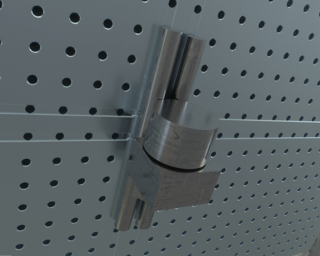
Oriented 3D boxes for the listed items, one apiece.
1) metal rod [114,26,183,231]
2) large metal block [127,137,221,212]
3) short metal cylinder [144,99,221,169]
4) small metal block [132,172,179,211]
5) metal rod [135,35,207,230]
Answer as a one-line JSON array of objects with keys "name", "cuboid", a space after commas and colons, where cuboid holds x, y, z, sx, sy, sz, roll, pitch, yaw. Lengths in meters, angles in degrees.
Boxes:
[{"name": "metal rod", "cuboid": [-0.022, 0.018, 0.414, 0.025, 0.025, 0.298, 1, 118, -29]}, {"name": "large metal block", "cuboid": [0.014, 0.053, 0.385, 0.081, 0.080, 0.050, 0, 118, -29]}, {"name": "short metal cylinder", "cuboid": [0.025, 0.005, 0.367, 0.081, 0.080, 0.050, 1, 118, -29]}, {"name": "small metal block", "cuboid": [-0.002, 0.077, 0.414, 0.050, 0.050, 0.025, -46, 154, -63]}, {"name": "metal rod", "cuboid": [0.008, 0.022, 0.433, 0.025, 0.025, 0.298, 1, 118, -29]}]
